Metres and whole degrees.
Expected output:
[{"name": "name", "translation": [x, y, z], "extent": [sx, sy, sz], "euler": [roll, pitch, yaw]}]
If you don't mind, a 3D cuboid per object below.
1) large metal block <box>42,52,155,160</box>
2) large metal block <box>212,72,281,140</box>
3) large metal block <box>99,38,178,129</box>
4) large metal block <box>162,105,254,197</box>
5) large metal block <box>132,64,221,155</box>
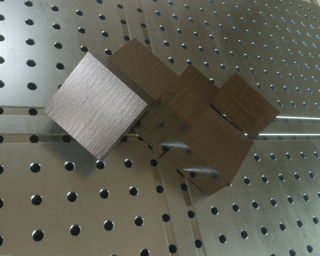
[{"name": "large metal block", "translation": [-0.065, -0.025, 0.344], "extent": [0.080, 0.080, 0.050], "euler": [42, 12, 0]}, {"name": "large metal block", "translation": [0.116, -0.034, 0.448], "extent": [0.080, 0.050, 0.080], "euler": [42, 11, 0]}, {"name": "large metal block", "translation": [-0.035, -0.059, 0.409], "extent": [0.080, 0.050, 0.080], "euler": [42, 52, -1]}, {"name": "large metal block", "translation": [0.064, 0.028, 0.409], "extent": [0.080, 0.050, 0.080], "euler": [41, 51, 1]}, {"name": "large metal block", "translation": [0.020, -0.023, 0.396], "extent": [0.050, 0.080, 0.080], "euler": [42, 51, -2]}]
